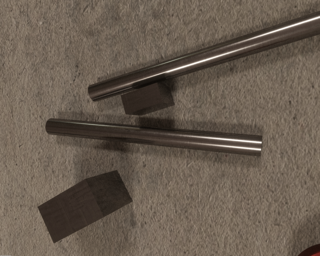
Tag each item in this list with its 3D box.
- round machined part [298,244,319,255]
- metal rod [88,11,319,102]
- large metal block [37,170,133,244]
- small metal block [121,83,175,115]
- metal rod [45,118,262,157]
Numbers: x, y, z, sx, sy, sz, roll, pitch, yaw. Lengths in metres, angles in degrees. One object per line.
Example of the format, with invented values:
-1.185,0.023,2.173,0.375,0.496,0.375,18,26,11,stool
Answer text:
0.191,0.172,0.333,0.098,0.042,0.097,0,90,19,round machined part
0.043,-0.084,0.393,0.301,0.025,0.025,-14,86,19,metal rod
-0.096,0.101,0.412,0.080,0.080,0.050,-31,80,17,large metal block
-0.015,-0.036,0.400,0.050,0.050,0.025,-17,85,19,small metal block
-0.022,0.009,0.415,0.301,0.025,0.025,5,92,19,metal rod
